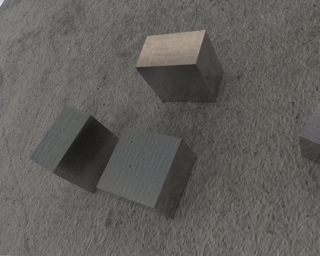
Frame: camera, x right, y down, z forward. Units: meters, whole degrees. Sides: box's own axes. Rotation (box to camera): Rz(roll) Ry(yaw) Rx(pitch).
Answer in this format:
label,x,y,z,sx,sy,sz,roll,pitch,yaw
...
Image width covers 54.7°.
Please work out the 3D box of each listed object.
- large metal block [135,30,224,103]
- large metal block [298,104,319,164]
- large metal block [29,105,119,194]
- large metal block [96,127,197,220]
label,x,y,z,sx,sy,sz,roll,pitch,yaw
large metal block,0.028,-0.075,0.400,0.080,0.080,0.050,3,64,30
large metal block,0.189,0.002,0.287,0.080,0.050,0.080,30,78,37
large metal block,-0.105,0.029,0.406,0.050,0.080,0.080,19,72,35
large metal block,-0.014,0.051,0.364,0.080,0.050,0.080,11,67,32
